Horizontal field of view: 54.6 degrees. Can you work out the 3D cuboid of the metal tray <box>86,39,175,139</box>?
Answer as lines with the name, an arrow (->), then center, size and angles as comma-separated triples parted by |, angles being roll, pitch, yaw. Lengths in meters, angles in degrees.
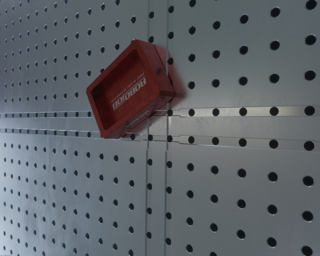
metal tray -> -0.048, -0.052, 0.446 | 0.130, 0.030, 0.090 | -35, 68, 34
